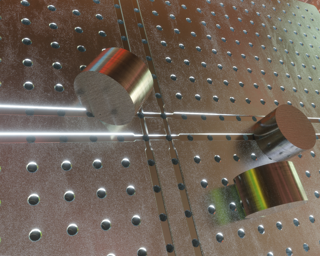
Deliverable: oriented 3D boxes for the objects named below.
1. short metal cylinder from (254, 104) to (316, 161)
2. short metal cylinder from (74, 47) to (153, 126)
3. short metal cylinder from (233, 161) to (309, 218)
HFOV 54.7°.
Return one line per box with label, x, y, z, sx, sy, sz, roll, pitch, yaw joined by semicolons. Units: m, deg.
short metal cylinder;0.200;0.009;0.497;0.081;0.050;0.080;14;56;-21
short metal cylinder;-0.055;-0.049;0.374;0.080;0.080;0.050;35;51;-6
short metal cylinder;0.142;0.081;0.402;0.081;0.080;0.050;1;61;-28
